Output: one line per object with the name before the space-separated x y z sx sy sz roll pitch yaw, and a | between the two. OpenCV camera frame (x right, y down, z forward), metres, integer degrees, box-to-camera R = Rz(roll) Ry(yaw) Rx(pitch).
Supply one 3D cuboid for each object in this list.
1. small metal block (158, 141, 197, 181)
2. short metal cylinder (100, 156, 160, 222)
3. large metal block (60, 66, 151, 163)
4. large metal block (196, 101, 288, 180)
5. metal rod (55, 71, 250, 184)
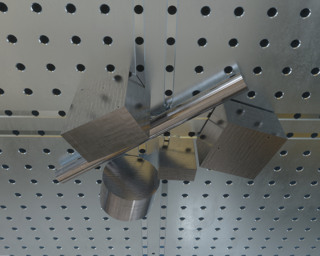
small metal block | 0.023 0.046 0.435 0.050 0.050 0.025 4 130 -4
short metal cylinder | -0.045 0.086 0.448 0.081 0.080 0.050 9 130 -8
large metal block | -0.059 -0.016 0.362 0.080 0.080 0.050 -22 127 17
large metal block | 0.103 0.016 0.407 0.081 0.050 0.079 15 129 -13
metal rod | -0.025 0.008 0.418 0.300 0.025 0.025 -27 125 21
